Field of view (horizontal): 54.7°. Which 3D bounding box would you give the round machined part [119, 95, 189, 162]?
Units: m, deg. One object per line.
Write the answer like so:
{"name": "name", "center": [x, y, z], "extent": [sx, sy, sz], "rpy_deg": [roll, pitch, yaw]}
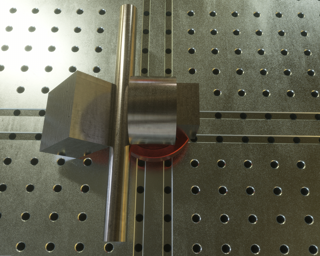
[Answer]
{"name": "round machined part", "center": [-0.008, -0.003, 0.402], "extent": [0.099, 0.042, 0.098], "rpy_deg": [0, 70, -1]}

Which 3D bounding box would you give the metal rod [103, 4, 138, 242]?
{"name": "metal rod", "center": [-0.045, -0.022, 0.375], "extent": [0.025, 0.025, 0.299], "rpy_deg": [1, 70, 0]}

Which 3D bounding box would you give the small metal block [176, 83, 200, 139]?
{"name": "small metal block", "center": [0.030, -0.019, 0.361], "extent": [0.025, 0.050, 0.050], "rpy_deg": [1, 70, 0]}

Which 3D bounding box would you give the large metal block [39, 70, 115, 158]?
{"name": "large metal block", "center": [-0.102, -0.013, 0.380], "extent": [0.050, 0.080, 0.080], "rpy_deg": [18, 64, -38]}

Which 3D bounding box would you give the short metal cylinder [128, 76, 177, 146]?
{"name": "short metal cylinder", "center": [-0.008, -0.020, 0.358], "extent": [0.050, 0.080, 0.080], "rpy_deg": [1, 70, 0]}
